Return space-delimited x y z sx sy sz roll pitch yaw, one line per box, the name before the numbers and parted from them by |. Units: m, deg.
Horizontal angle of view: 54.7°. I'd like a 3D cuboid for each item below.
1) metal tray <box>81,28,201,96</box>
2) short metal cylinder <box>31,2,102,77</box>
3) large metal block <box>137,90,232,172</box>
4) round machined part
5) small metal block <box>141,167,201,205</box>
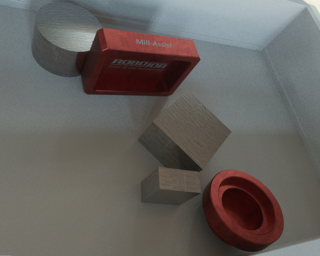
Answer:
metal tray | -0.026 -0.079 0.399 0.131 0.090 0.030 -2 63 -30
short metal cylinder | -0.118 -0.112 0.395 0.081 0.050 0.080 14 56 -21
large metal block | 0.033 0.010 0.403 0.080 0.050 0.080 44 51 2
round machined part | 0.095 0.102 0.376 0.099 0.042 0.098 16 42 -15
small metal block | 0.011 0.068 0.356 0.050 0.050 0.025 11 57 -23
